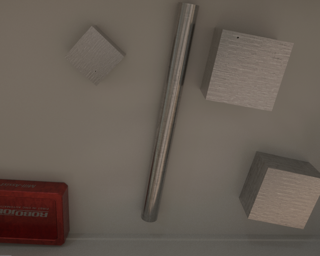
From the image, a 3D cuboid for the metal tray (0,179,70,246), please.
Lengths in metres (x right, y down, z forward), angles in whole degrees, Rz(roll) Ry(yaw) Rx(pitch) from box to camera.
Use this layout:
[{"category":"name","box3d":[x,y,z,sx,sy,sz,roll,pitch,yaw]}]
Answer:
[{"category":"metal tray","box3d":[-0.202,0.123,0.450,0.131,0.030,0.089,4,110,-2]}]

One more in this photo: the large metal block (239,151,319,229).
[{"category":"large metal block","box3d":[0.167,0.086,0.432,0.081,0.050,0.079,12,110,-5]}]

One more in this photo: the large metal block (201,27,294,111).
[{"category":"large metal block","box3d":[0.100,-0.072,0.373,0.081,0.050,0.079,10,110,-4]}]

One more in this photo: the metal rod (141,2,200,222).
[{"category":"metal rod","box3d":[0.009,-0.006,0.409,0.025,0.025,0.298,9,110,-4]}]

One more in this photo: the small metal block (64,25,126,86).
[{"category":"small metal block","box3d":[-0.078,-0.088,0.378,0.050,0.025,0.050,43,104,-15]}]
